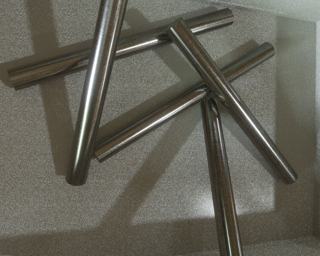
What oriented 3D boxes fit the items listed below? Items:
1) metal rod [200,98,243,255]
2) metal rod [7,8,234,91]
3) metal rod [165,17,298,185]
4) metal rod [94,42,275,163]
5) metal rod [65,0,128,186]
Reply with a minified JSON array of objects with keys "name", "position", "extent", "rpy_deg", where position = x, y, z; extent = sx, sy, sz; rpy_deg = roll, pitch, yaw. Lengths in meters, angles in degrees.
[{"name":"metal rod","position":[0.076,0.094,0.363],"extent":[0.025,0.025,0.299],"rpy_deg":[9,57,-20]},{"name":"metal rod","position":[-0.034,-0.107,0.397],"extent":[0.302,0.025,0.025],"rpy_deg":[-22,98,-19]},{"name":"metal rod","position":[0.110,-0.023,0.430],"extent":[0.025,0.025,0.300],"rpy_deg":[-48,113,-13]},{"name":"metal rod","position":[0.042,-0.043,0.425],"extent":[0.302,0.025,0.025],"rpy_deg":[-32,101,-17]},{"name":"metal rod","position":[-0.061,-0.069,0.320],"extent":[0.025,0.025,0.298],"rpy_deg":[9,113,-20]}]
